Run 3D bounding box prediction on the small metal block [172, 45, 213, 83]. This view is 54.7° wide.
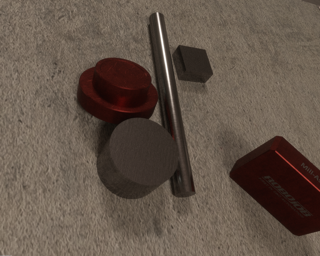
[{"bbox_3d":[0.052,-0.102,0.496,0.050,0.025,0.050,2,61,-28],"label":"small metal block"}]

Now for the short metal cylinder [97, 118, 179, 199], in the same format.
[{"bbox_3d":[-0.026,0.035,0.354,0.081,0.050,0.080,14,56,-21],"label":"short metal cylinder"}]

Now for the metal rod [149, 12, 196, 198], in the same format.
[{"bbox_3d":[0.012,-0.051,0.442,0.025,0.025,0.299,7,59,-25],"label":"metal rod"}]

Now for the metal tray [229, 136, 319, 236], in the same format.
[{"bbox_3d":[0.169,0.080,0.406,0.130,0.090,0.030,42,51,0],"label":"metal tray"}]

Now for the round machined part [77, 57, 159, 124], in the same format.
[{"bbox_3d":[-0.048,-0.051,0.380,0.099,0.042,0.098,14,38,-11],"label":"round machined part"}]
